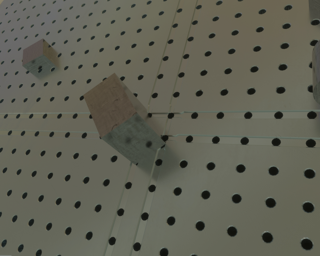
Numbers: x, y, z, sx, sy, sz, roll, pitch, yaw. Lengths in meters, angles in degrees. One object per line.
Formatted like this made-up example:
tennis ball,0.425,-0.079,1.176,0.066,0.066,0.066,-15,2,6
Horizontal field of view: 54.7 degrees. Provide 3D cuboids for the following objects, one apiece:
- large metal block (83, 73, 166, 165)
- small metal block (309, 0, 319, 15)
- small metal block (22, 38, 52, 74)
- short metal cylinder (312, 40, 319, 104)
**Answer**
large metal block,-0.045,-0.011,0.402,0.050,0.080,0.080,-35,52,5
small metal block,0.226,-0.165,0.391,0.050,0.025,0.050,-33,52,6
small metal block,-0.247,-0.145,0.624,0.050,0.025,0.050,-25,53,12
short metal cylinder,0.195,-0.057,0.306,0.080,0.080,0.050,-2,61,27
